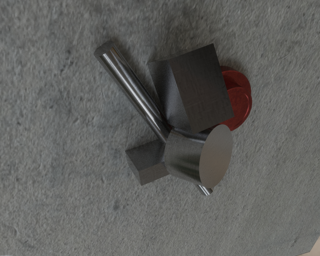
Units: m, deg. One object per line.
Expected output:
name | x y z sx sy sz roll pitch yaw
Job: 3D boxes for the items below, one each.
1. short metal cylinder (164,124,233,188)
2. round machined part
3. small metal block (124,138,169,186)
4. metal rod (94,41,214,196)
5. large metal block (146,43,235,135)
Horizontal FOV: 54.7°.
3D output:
short metal cylinder | 0.050 0.030 0.392 0.081 0.050 0.079 -19 115 -48
round machined part | 0.086 -0.032 0.426 0.099 0.042 0.097 -14 125 -21
small metal block | -0.013 0.044 0.414 0.050 0.050 0.025 -20 126 -18
metal rod | 0.010 0.009 0.421 0.025 0.025 0.300 -39 130 -3
large metal block | 0.032 -0.045 0.350 0.050 0.080 0.080 -23 105 -13
